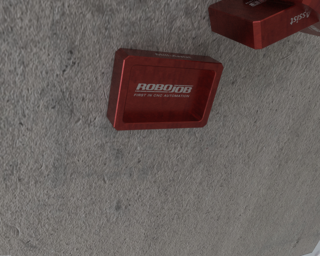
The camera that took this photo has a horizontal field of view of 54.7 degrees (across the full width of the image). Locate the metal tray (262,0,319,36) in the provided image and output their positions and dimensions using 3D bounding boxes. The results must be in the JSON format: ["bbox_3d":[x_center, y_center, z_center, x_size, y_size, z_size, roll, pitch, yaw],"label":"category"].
[{"bbox_3d":[0.169,-0.137,0.353,0.131,0.090,0.030,10,109,-37],"label":"metal tray"}]

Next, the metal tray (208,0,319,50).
[{"bbox_3d":[0.133,-0.138,0.351,0.131,0.090,0.030,-27,128,-12],"label":"metal tray"}]

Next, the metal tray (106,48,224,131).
[{"bbox_3d":[0.007,-0.045,0.379,0.131,0.030,0.089,-2,119,-28],"label":"metal tray"}]
